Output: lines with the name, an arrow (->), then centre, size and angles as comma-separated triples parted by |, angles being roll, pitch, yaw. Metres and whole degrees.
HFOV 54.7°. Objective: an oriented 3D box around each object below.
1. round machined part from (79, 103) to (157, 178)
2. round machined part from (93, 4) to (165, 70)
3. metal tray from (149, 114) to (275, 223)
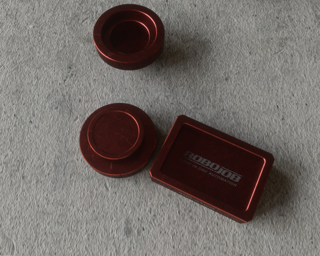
round machined part -> -0.054, 0.012, 0.394 | 0.099, 0.042, 0.098 | 0, 70, -1
round machined part -> -0.043, -0.125, 0.444 | 0.099, 0.042, 0.098 | 0, 70, -1
metal tray -> 0.064, 0.050, 0.387 | 0.130, 0.030, 0.090 | 25, 72, 8
